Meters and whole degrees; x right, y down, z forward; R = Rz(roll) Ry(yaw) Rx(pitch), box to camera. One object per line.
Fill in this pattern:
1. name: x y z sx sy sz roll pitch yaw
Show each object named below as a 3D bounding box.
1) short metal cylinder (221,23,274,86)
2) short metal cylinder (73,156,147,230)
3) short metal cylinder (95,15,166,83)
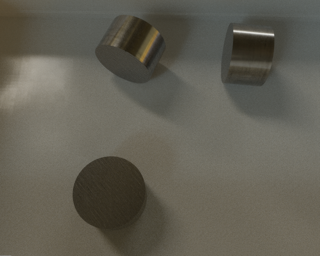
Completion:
1. short metal cylinder: 0.115 -0.098 0.418 0.050 0.080 0.080 6 70 2
2. short metal cylinder: -0.057 0.078 0.367 0.081 0.050 0.080 0 70 0
3. short metal cylinder: -0.039 -0.104 0.418 0.080 0.080 0.050 23 72 8
